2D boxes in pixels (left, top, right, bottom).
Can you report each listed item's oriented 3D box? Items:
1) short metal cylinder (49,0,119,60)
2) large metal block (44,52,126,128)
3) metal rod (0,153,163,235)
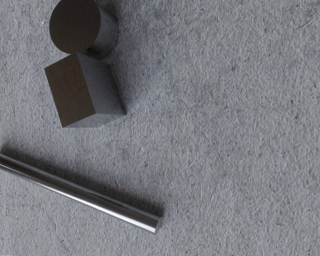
[{"bbox_3d":[-0.105,-0.138,0.433,0.080,0.050,0.079,0,90,20],"label":"short metal cylinder"},{"bbox_3d":[-0.097,-0.046,0.414,0.050,0.080,0.080,-21,83,19],"label":"large metal block"},{"bbox_3d":[-0.138,0.089,0.457,0.301,0.025,0.025,17,96,19],"label":"metal rod"}]
